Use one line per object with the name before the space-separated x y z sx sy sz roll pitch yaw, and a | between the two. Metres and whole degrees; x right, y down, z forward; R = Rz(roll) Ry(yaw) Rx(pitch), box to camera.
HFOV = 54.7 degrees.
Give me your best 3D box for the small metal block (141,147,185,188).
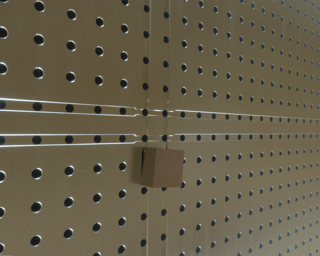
small metal block | 0.004 0.053 0.415 0.050 0.025 0.050 8 85 -40
